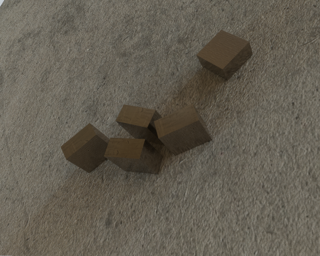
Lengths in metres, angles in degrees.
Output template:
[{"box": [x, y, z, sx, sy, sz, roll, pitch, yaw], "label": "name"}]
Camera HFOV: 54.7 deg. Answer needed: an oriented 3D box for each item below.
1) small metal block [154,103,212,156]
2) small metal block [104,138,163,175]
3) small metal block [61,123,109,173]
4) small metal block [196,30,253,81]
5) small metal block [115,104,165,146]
[{"box": [0.028, 0.003, 0.371, 0.050, 0.050, 0.025, -25, 53, 13], "label": "small metal block"}, {"box": [-0.032, 0.035, 0.383, 0.050, 0.050, 0.025, 1, 62, 28], "label": "small metal block"}, {"box": [-0.096, 0.028, 0.421, 0.050, 0.050, 0.025, -39, 51, 1], "label": "small metal block"}, {"box": [0.087, -0.099, 0.419, 0.050, 0.025, 0.050, -46, 51, -4], "label": "small metal block"}, {"box": [-0.020, -0.004, 0.401, 0.050, 0.050, 0.025, 12, 68, 33], "label": "small metal block"}]
